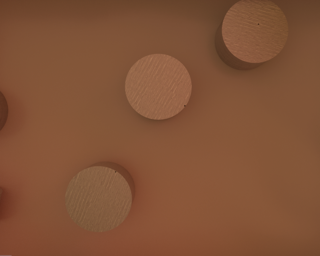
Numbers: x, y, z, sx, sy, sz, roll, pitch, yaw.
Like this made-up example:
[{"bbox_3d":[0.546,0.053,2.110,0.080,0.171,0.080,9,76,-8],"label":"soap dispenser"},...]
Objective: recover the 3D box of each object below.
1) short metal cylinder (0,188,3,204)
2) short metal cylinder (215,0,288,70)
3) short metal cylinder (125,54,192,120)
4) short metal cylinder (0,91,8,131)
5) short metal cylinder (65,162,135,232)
[{"bbox_3d":[-0.244,0.099,0.382,0.080,0.080,0.050,11,90,0],"label":"short metal cylinder"},{"bbox_3d":[0.115,-0.119,0.399,0.081,0.050,0.080,0,90,0],"label":"short metal cylinder"},{"bbox_3d":[-0.002,-0.050,0.399,0.081,0.050,0.080,0,90,0],"label":"short metal cylinder"},{"bbox_3d":[-0.247,-0.023,0.397,0.081,0.050,0.080,0,90,0],"label":"short metal cylinder"},{"bbox_3d":[-0.074,0.086,0.398,0.081,0.050,0.080,0,90,0],"label":"short metal cylinder"}]
